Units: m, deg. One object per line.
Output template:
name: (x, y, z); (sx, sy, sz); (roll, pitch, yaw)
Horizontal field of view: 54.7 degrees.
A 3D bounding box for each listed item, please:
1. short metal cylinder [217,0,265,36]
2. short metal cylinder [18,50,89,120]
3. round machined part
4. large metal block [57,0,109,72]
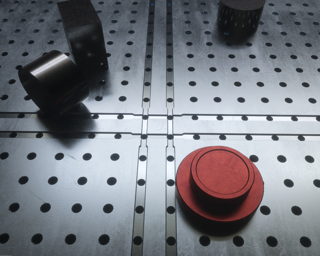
short metal cylinder: (0.148, -0.216, 0.574); (0.081, 0.050, 0.080); (0, 50, 0)
short metal cylinder: (-0.143, -0.058, 0.419); (0.080, 0.080, 0.050); (32, 57, 24)
round machined part: (0.067, 0.059, 0.347); (0.099, 0.042, 0.098); (0, 50, 0)
large metal block: (-0.123, -0.149, 0.496); (0.050, 0.080, 0.080); (-17, 52, -14)
